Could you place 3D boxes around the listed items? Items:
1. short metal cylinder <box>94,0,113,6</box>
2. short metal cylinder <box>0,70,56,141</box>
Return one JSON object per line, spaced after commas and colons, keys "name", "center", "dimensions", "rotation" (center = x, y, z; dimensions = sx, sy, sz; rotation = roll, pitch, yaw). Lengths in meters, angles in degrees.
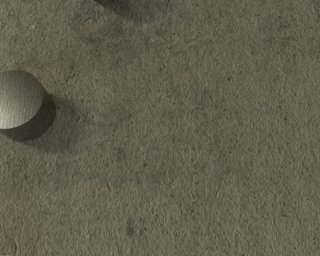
{"name": "short metal cylinder", "center": [-0.087, -0.234, 0.464], "dimensions": [0.080, 0.080, 0.050], "rotation": [38, 75, 13]}
{"name": "short metal cylinder", "center": [-0.184, -0.028, 0.404], "dimensions": [0.081, 0.050, 0.080], "rotation": [0, 70, 0]}
